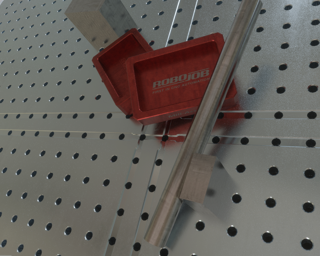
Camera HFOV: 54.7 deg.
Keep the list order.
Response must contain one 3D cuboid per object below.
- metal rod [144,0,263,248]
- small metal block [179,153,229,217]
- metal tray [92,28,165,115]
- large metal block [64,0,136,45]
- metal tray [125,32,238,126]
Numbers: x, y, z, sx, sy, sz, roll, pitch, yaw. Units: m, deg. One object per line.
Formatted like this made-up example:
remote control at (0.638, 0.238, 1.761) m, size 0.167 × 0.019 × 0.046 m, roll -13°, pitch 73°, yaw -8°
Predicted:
metal rod at (0.052, -0.013, 0.352) m, size 0.025 × 0.025 × 0.299 m, roll 18°, pitch 82°, yaw 35°
small metal block at (0.048, 0.061, 0.329) m, size 0.025 × 0.050 × 0.050 m, roll 7°, pitch 65°, yaw 31°
metal tray at (-0.045, -0.091, 0.482) m, size 0.090 × 0.030 × 0.130 m, roll -36°, pitch 51°, yaw 4°
large metal block at (-0.103, -0.191, 0.542) m, size 0.080 × 0.080 × 0.050 m, roll 10°, pitch 67°, yaw 32°
metal tray at (0.026, -0.062, 0.402) m, size 0.130 × 0.030 × 0.090 m, roll -13°, pitch 73°, yaw 12°
